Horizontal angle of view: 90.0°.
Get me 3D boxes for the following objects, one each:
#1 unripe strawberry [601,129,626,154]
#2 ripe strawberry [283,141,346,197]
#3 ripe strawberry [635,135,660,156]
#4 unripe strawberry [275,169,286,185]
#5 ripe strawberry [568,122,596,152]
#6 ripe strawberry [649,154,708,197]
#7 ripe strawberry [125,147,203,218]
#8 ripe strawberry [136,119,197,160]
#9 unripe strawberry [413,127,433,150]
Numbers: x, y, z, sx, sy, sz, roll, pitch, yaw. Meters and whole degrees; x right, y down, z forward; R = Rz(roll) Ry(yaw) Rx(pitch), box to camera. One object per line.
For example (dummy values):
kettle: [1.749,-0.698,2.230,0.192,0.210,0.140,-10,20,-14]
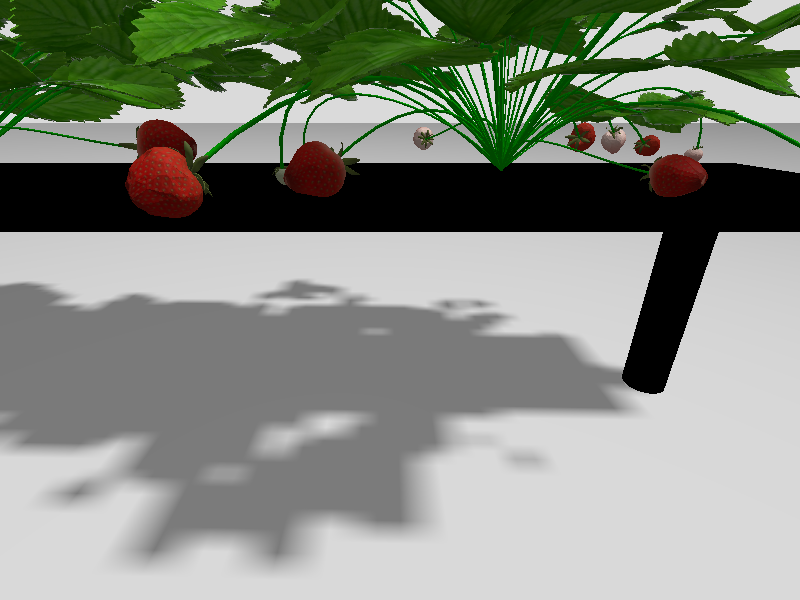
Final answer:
unripe strawberry: [0.256,-0.189,0.480,0.026,0.027,0.028,24,-19,41]
ripe strawberry: [-0.047,-0.070,0.218,0.033,0.028,0.033,-34,40,-30]
ripe strawberry: [0.268,-0.166,0.431,0.024,0.021,0.024,-2,22,-33]
unripe strawberry: [-0.066,-0.071,0.230,0.010,0.010,0.009,-18,30,-33]
ripe strawberry: [0.218,-0.193,0.476,0.029,0.032,0.031,19,29,35]
ripe strawberry: [0.153,-0.068,0.220,0.026,0.023,0.026,-13,29,-26]
ripe strawberry: [-0.104,-0.050,0.176,0.029,0.030,0.026,-39,42,-25]
ripe strawberry: [-0.179,-0.118,0.313,0.042,0.041,0.039,3,25,4]
unripe strawberry: [0.029,-0.212,0.525,0.027,0.028,0.029,-6,25,-13]
